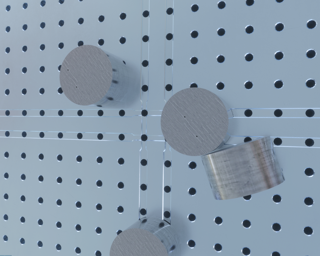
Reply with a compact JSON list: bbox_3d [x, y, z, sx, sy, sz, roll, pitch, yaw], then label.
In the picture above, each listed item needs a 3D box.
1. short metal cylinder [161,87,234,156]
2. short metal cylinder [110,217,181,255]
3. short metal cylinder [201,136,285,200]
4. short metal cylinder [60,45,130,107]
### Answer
[{"bbox_3d":[0.047,-0.007,0.382,0.080,0.050,0.079,0,90,19],"label":"short metal cylinder"},{"bbox_3d":[-0.018,0.163,0.405,0.080,0.050,0.079,0,90,19],"label":"short metal cylinder"},{"bbox_3d":[0.092,0.044,0.351,0.080,0.080,0.050,-19,84,18],"label":"short metal cylinder"},{"bbox_3d":[-0.090,-0.069,0.430,0.080,0.050,0.079,0,90,19],"label":"short metal cylinder"}]
